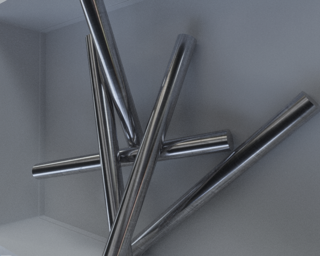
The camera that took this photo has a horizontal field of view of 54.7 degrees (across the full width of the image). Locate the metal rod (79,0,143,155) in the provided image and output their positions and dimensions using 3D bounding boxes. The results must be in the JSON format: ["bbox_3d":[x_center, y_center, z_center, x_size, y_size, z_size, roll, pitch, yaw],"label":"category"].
[{"bbox_3d":[-0.061,-0.089,0.365,0.025,0.025,0.298,8,124,39],"label":"metal rod"}]

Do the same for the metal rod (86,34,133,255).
[{"bbox_3d":[-0.064,0.026,0.385,0.025,0.025,0.298,-16,78,38],"label":"metal rod"}]

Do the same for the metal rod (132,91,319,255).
[{"bbox_3d":[0.054,0.071,0.360,0.299,0.025,0.025,-48,62,29],"label":"metal rod"}]

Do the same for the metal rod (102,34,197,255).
[{"bbox_3d":[-0.014,0.031,0.357,0.025,0.025,0.299,12,79,39],"label":"metal rod"}]

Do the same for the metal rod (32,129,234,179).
[{"bbox_3d":[-0.054,0.040,0.409,0.300,0.025,0.025,-12,83,26],"label":"metal rod"}]
